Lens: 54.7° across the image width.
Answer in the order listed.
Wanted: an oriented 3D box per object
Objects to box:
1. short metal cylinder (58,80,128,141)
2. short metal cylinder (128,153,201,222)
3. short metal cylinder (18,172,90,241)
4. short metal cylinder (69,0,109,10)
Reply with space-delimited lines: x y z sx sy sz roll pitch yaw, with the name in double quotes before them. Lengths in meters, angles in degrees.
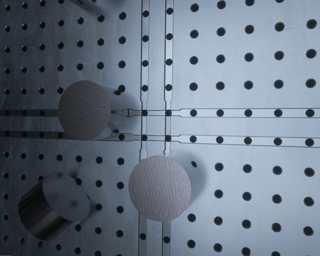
"short metal cylinder" -0.092 -0.023 0.430 0.080 0.050 0.079 0 90 19
"short metal cylinder" 0.007 0.073 0.396 0.080 0.050 0.079 0 90 19
"short metal cylinder" -0.146 0.109 0.433 0.050 0.080 0.080 -40 78 15
"short metal cylinder" -0.109 -0.215 0.436 0.080 0.050 0.079 0 90 19
